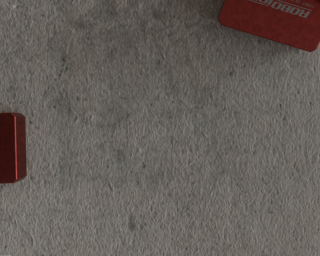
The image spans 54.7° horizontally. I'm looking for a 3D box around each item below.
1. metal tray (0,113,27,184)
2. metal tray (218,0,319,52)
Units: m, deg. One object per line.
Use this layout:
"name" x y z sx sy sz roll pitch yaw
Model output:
"metal tray" -0.247 0.026 0.404 0.131 0.030 0.089 -1 90 -1
"metal tray" 0.150 -0.159 0.392 0.131 0.030 0.089 17 114 -1
